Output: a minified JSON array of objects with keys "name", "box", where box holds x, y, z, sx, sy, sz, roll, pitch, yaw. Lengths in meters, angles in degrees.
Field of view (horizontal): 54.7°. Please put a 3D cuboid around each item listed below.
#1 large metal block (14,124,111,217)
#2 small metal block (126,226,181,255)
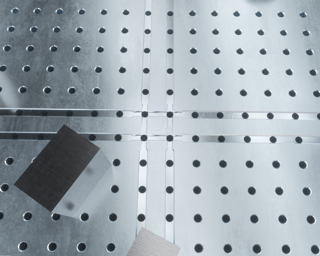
[{"name":"large metal block","box":[-0.107,0.053,0.362,0.050,0.080,0.080,32,73,11]},{"name":"small metal block","box":[-0.010,0.149,0.357,0.050,0.025,0.050,26,72,9]}]
